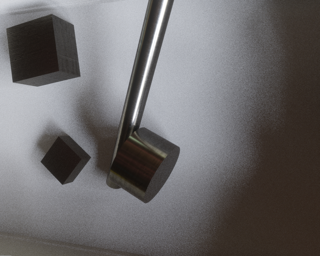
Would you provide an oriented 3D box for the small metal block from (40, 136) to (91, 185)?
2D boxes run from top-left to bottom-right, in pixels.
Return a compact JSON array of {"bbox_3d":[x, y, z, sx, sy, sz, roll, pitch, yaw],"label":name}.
[{"bbox_3d":[-0.139,0.047,0.458,0.050,0.025,0.050,41,103,15],"label":"small metal block"}]

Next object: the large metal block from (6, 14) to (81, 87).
[{"bbox_3d":[-0.171,-0.110,0.456,0.080,0.050,0.080,-9,87,19],"label":"large metal block"}]

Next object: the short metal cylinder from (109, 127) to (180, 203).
[{"bbox_3d":[-0.018,0.046,0.387,0.050,0.080,0.080,30,100,17],"label":"short metal cylinder"}]

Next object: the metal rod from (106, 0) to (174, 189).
[{"bbox_3d":[-0.024,-0.048,0.362,0.025,0.025,0.298,27,120,17],"label":"metal rod"}]
